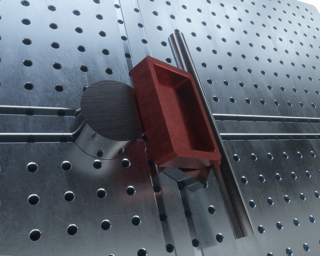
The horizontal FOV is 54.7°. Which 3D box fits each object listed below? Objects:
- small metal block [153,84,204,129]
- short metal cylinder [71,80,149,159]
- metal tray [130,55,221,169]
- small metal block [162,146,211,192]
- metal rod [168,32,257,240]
[{"bbox_3d":[0.027,-0.031,0.444,0.050,0.025,0.050,-16,70,-35],"label":"small metal block"},{"bbox_3d":[-0.059,-0.009,0.366,0.081,0.050,0.080,14,56,-21],"label":"short metal cylinder"},{"bbox_3d":[0.019,-0.017,0.376,0.091,0.030,0.130,11,55,-46],"label":"metal tray"},{"bbox_3d":[0.038,0.046,0.401,0.050,0.025,0.050,34,51,-7],"label":"small metal block"},{"bbox_3d":[0.061,-0.007,0.415,0.025,0.025,0.299,-1,62,-29],"label":"metal rod"}]
